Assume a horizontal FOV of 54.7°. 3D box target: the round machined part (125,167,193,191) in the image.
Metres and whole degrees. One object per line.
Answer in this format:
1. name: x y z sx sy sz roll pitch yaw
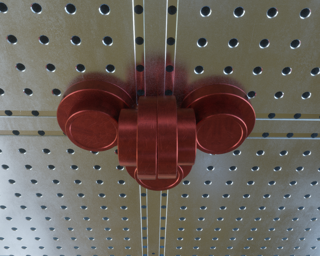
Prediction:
1. round machined part: -0.002 0.053 0.446 0.099 0.042 0.097 -1 130 0

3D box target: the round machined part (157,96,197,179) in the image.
1. round machined part: 0.019 0.010 0.366 0.042 0.098 0.097 -1 130 0

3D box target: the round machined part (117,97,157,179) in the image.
1. round machined part: -0.025 0.011 0.365 0.042 0.098 0.097 1 130 -1

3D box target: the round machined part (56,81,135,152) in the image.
1. round machined part: -0.081 -0.008 0.392 0.099 0.042 0.097 -1 130 0

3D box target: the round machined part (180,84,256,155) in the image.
1. round machined part: 0.073 -0.004 0.397 0.099 0.042 0.097 -1 130 0
